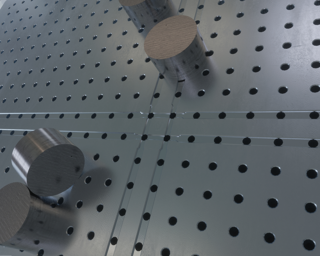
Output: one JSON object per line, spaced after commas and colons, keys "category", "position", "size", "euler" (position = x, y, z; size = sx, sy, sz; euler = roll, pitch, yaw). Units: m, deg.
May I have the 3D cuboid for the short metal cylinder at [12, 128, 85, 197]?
{"category": "short metal cylinder", "position": [-0.152, 0.046, 0.425], "size": [0.050, 0.080, 0.080], "euler": [32, 80, 38]}

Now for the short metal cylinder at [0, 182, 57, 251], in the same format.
{"category": "short metal cylinder", "position": [-0.188, 0.120, 0.418], "size": [0.080, 0.050, 0.080], "euler": [-13, 56, 21]}

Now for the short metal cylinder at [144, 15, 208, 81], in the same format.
{"category": "short metal cylinder", "position": [0.024, -0.116, 0.451], "size": [0.080, 0.050, 0.080], "euler": [-13, 56, 21]}

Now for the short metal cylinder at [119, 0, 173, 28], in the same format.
{"category": "short metal cylinder", "position": [-0.025, -0.224, 0.543], "size": [0.080, 0.050, 0.080], "euler": [-13, 56, 21]}
